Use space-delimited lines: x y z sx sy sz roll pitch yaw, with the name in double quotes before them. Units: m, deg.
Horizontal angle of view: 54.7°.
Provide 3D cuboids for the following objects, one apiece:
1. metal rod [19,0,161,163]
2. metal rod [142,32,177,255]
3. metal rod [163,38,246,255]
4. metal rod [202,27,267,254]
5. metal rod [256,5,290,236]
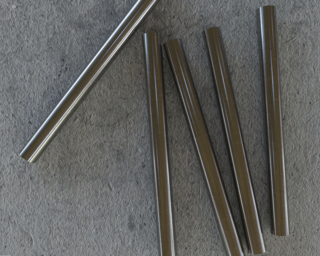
"metal rod" -0.083 -0.080 0.408 0.025 0.025 0.300 37 90 -1
"metal rod" 0.000 0.026 0.410 0.025 0.025 0.298 -4 90 -1
"metal rod" 0.059 0.029 0.410 0.025 0.025 0.298 -17 90 0
"metal rod" 0.099 0.016 0.411 0.025 0.025 0.298 -12 90 0
"metal rod" 0.150 -0.009 0.411 0.025 0.025 0.298 -4 90 -1
